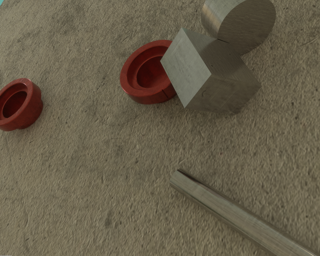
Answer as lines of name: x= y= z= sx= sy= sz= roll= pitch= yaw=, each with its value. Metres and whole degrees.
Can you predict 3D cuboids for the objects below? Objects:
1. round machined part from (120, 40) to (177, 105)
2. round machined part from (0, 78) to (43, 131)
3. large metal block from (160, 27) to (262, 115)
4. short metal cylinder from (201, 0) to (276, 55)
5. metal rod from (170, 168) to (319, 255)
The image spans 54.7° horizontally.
round machined part: x=-0.004 y=-0.074 z=0.440 sx=0.098 sy=0.042 sz=0.098 roll=-13 pitch=56 yaw=21
round machined part: x=-0.247 y=-0.037 z=0.545 sx=0.098 sy=0.042 sz=0.098 roll=-13 pitch=56 yaw=21
large metal block: x=0.058 y=-0.065 z=0.366 sx=0.050 sy=0.081 sz=0.080 roll=-53 pitch=46 yaw=36
short metal cylinder: x=0.101 y=-0.143 z=0.403 sx=0.080 sy=0.080 sz=0.050 roll=-31 pitch=52 yaw=8
metal rod: x=0.125 y=0.115 z=0.267 sx=0.300 sy=0.025 sz=0.025 roll=29 pitch=78 yaw=37
